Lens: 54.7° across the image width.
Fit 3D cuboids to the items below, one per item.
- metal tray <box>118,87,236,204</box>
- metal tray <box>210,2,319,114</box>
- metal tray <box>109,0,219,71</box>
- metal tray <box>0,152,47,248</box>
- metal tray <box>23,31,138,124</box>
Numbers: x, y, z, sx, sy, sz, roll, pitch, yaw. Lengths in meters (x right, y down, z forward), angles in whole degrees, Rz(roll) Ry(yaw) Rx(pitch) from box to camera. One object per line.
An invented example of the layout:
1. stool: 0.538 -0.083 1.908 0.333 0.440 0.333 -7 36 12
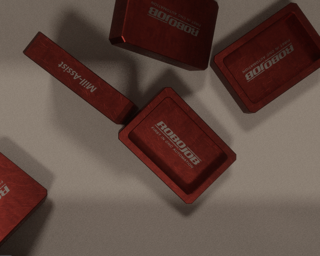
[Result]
1. metal tray: 0.022 0.022 0.400 0.090 0.030 0.130 -45 99 0
2. metal tray: 0.145 -0.090 0.410 0.130 0.030 0.090 -35 90 -1
3. metal tray: 0.010 -0.128 0.372 0.131 0.030 0.089 10 91 -38
4. metal tray: -0.215 0.100 0.369 0.090 0.030 0.131 39 51 0
5. metal tray: -0.089 -0.055 0.377 0.130 0.090 0.030 37 90 -1
